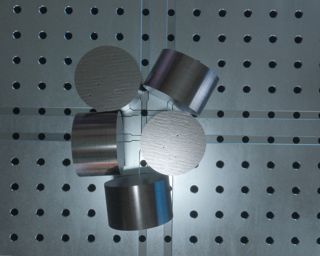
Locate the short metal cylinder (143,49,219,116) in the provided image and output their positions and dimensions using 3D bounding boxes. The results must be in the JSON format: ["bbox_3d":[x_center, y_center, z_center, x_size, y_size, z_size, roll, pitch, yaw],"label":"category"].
[{"bbox_3d":[0.026,-0.056,0.386,0.080,0.080,0.050,28,89,0],"label":"short metal cylinder"}]

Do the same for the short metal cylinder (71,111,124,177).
[{"bbox_3d":[-0.074,0.020,0.386,0.050,0.080,0.080,-2,90,-1],"label":"short metal cylinder"}]

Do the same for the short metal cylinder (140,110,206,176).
[{"bbox_3d":[0.016,0.018,0.401,0.081,0.050,0.079,0,91,-1],"label":"short metal cylinder"}]

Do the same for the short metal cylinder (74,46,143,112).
[{"bbox_3d":[-0.063,-0.060,0.400,0.080,0.050,0.079,0,90,1],"label":"short metal cylinder"}]

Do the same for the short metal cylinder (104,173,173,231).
[{"bbox_3d":[-0.026,0.089,0.385,0.080,0.080,0.050,-6,91,0],"label":"short metal cylinder"}]
